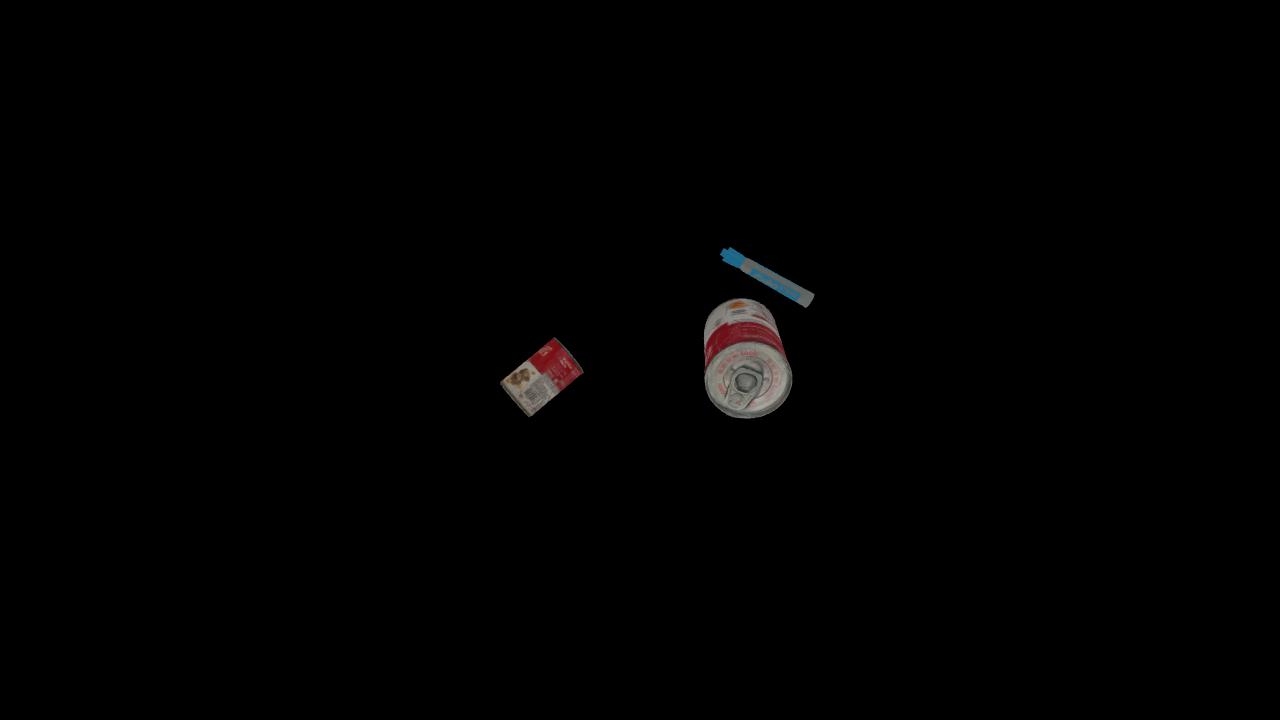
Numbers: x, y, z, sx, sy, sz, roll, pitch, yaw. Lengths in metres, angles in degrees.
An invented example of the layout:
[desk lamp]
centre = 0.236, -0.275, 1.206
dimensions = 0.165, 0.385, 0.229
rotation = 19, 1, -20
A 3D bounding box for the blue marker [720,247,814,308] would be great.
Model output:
[blue marker]
centre = 0.150, -0.100, 0.732
dimensions = 0.121, 0.020, 0.020
rotation = 30, 1, 2

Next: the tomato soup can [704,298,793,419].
[tomato soup can]
centre = 0.087, -0.006, 0.517
dimensions = 0.068, 0.068, 0.101
rotation = 0, 26, 5

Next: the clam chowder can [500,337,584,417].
[clam chowder can]
centre = -0.141, 0.025, 0.883
dimensions = 0.102, 0.068, 0.068
rotation = -41, 8, -10
